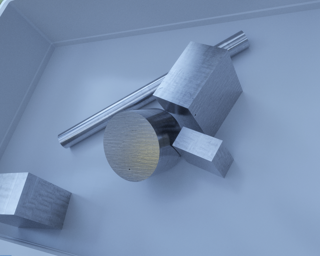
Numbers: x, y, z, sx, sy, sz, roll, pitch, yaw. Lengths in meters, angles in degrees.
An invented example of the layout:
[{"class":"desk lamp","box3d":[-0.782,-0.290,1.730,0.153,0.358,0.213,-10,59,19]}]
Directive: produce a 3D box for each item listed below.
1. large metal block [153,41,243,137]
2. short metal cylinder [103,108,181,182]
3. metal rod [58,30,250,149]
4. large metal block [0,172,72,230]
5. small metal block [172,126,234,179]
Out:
[{"class":"large metal block","box3d":[0.049,-0.042,0.370,0.050,0.080,0.080,25,75,36]},{"class":"short metal cylinder","box3d":[-0.019,0.018,0.364,0.080,0.050,0.079,6,100,34]},{"class":"metal rod","box3d":[-0.015,-0.050,0.443,0.301,0.025,0.025,-28,52,9]},{"class":"large metal block","box3d":[-0.178,0.097,0.403,0.080,0.080,0.050,-6,59,25]},{"class":"small metal block","box3d":[0.049,0.028,0.346,0.050,0.050,0.025,21,73,35]}]
